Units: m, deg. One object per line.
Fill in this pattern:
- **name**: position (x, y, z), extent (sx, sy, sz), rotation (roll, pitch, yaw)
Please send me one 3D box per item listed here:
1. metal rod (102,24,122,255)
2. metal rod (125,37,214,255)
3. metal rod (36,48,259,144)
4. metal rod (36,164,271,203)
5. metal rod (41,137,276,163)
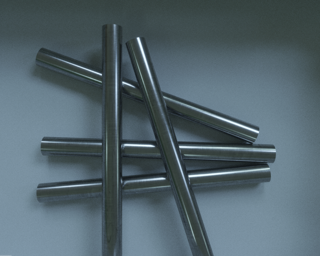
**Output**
- **metal rod**: position (-0.059, 0.024, 0.383), extent (0.025, 0.025, 0.298), rotation (0, 90, -1)
- **metal rod**: position (0.014, 0.034, 0.385), extent (0.025, 0.025, 0.298), rotation (-18, 90, 0)
- **metal rod**: position (-0.016, -0.042, 0.409), extent (0.302, 0.025, 0.025), rotation (20, 90, -1)
- **metal rod**: position (-0.007, 0.073, 0.410), extent (0.302, 0.025, 0.025), rotation (-5, 90, -1)
- **metal rod**: position (-0.001, 0.029, 0.409), extent (0.302, 0.025, 0.025), rotation (2, 90, -1)
